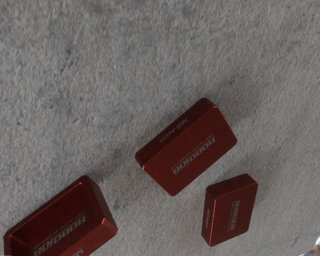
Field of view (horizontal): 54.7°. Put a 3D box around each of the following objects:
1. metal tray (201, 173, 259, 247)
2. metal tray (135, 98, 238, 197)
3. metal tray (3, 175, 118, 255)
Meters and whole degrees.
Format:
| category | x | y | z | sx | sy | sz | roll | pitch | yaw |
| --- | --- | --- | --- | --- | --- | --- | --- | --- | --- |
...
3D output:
| category | x | y | z | sx | sy | sz | roll | pitch | yaw |
| --- | --- | --- | --- | --- | --- | --- | --- | --- | --- |
| metal tray | 0.126 | 0.152 | 0.570 | 0.091 | 0.030 | 0.129 | -14 | 124 | -21 |
| metal tray | 0.041 | 0.030 | 0.446 | 0.130 | 0.030 | 0.090 | -40 | 130 | -1 |
| metal tray | -0.124 | 0.128 | 0.377 | 0.130 | 0.090 | 0.030 | -36 | 130 | -4 |
